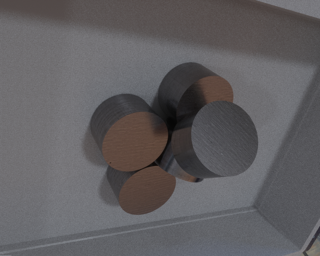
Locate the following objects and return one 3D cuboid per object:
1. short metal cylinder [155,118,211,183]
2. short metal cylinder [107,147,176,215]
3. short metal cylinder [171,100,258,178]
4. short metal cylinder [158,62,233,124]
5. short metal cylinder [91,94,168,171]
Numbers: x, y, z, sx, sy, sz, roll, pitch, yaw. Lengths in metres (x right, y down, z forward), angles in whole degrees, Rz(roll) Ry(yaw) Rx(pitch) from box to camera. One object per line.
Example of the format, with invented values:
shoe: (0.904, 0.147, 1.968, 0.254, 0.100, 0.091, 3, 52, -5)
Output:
short metal cylinder: (0.034, 0.027, 0.409, 0.081, 0.080, 0.050, 14, 111, -34)
short metal cylinder: (-0.026, 0.070, 0.421, 0.081, 0.050, 0.079, -14, 125, -21)
short metal cylinder: (0.059, 0.015, 0.343, 0.081, 0.050, 0.080, 5, 77, -21)
short metal cylinder: (0.045, -0.037, 0.394, 0.081, 0.050, 0.079, -14, 125, -21)
short metal cylinder: (-0.037, 0.005, 0.374, 0.081, 0.050, 0.079, -14, 125, -21)
